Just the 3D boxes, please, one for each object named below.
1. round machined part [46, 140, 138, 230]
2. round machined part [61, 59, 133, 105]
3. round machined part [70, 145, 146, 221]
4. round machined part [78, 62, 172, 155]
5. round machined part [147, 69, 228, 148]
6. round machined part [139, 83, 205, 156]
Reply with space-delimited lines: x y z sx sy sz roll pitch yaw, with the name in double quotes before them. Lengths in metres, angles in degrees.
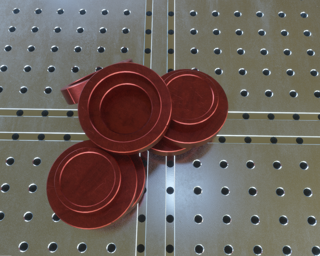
"round machined part" -0.074 0.059 0.336 0.099 0.042 0.098 0 70 0
"round machined part" -0.073 -0.051 0.401 0.098 0.098 0.042 -26 107 -9
"round machined part" -0.066 0.057 0.359 0.099 0.042 0.098 0 70 0
"round machined part" -0.036 -0.019 0.341 0.098 0.042 0.098 -1 78 3
"round machined part" 0.032 -0.029 0.368 0.099 0.042 0.098 0 69 0
"round machined part" 0.010 -0.017 0.387 0.099 0.042 0.098 0 70 0
